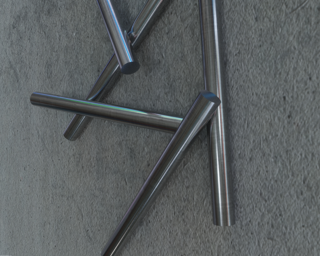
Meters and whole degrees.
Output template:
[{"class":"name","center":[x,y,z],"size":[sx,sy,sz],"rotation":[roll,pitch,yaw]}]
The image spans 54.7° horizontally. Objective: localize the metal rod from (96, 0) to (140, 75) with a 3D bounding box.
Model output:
[{"class":"metal rod","center":[-0.087,-0.203,0.455],"size":[0.025,0.025,0.299],"rotation":[-39,60,33]}]

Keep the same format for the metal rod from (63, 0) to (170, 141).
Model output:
[{"class":"metal rod","center":[-0.069,-0.088,0.462],"size":[0.298,0.025,0.025],"rotation":[-50,61,28]}]

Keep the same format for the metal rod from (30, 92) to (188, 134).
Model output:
[{"class":"metal rod","center":[-0.084,-0.025,0.449],"size":[0.300,0.025,0.025],"rotation":[11,97,31]}]

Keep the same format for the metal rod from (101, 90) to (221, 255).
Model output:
[{"class":"metal rod","center":[-0.012,0.080,0.397],"size":[0.025,0.025,0.298],"rotation":[48,124,29]}]

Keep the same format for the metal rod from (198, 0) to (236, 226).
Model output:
[{"class":"metal rod","center":[0.063,-0.043,0.352],"size":[0.025,0.025,0.298],"rotation":[-6,86,40]}]
